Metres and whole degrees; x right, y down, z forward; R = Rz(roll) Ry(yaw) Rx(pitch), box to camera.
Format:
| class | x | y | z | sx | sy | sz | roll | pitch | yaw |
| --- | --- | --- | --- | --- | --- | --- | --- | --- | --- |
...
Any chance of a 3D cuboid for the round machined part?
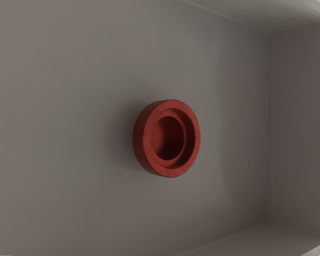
| class | x | y | z | sx | sy | sz | roll | pitch | yaw |
| --- | --- | --- | --- | --- | --- | --- | --- | --- | --- |
| round machined part | 0.004 | 0.013 | 0.401 | 0.099 | 0.042 | 0.097 | 0 | 90 | -40 |
